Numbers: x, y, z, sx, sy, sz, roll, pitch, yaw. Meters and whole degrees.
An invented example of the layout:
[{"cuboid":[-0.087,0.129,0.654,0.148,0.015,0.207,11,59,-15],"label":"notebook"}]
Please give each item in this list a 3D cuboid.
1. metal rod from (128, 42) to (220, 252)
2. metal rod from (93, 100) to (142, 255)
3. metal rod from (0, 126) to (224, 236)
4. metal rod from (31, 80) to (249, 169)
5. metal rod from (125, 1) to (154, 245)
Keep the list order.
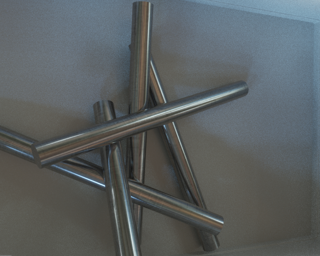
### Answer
[{"cuboid":[0.022,0.029,0.419,0.025,0.025,0.298,-23,98,-19],"label":"metal rod"},{"cuboid":[-0.036,0.103,0.314,0.025,0.025,0.299,-4,63,-20],"label":"metal rod"},{"cuboid":[-0.064,0.060,0.360,0.302,0.025,0.025,24,82,-9],"label":"metal rod"},{"cuboid":[0.003,-0.016,0.373,0.302,0.025,0.025,-20,97,-34],"label":"metal rod"},{"cuboid":[-0.028,0.000,0.385,0.025,0.025,0.298,1,96,-20],"label":"metal rod"}]
